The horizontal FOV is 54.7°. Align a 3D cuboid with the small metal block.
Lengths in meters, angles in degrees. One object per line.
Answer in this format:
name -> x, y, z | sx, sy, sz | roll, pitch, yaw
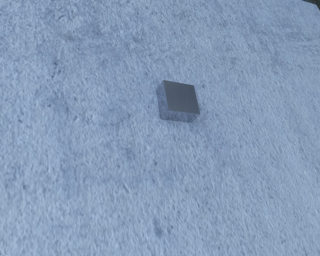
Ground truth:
small metal block -> 0.025, -0.037, 0.442 | 0.050, 0.025, 0.050 | 6, 59, -26
